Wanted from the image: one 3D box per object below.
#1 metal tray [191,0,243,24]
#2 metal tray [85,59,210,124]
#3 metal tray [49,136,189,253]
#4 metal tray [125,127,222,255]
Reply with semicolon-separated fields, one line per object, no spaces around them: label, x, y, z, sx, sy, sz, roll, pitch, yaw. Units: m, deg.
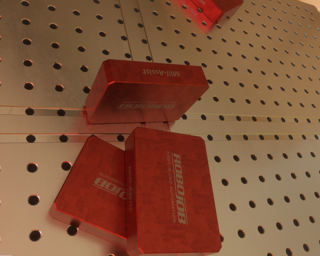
metal tray;0.098;-0.280;0.631;0.130;0.030;0.091;47;51;4
metal tray;-0.017;-0.041;0.383;0.131;0.090;0.030;-2;63;-30
metal tray;-0.039;0.076;0.339;0.131;0.030;0.090;28;52;-11
metal tray;0.011;0.067;0.332;0.091;0.030;0.130;9;58;-24
